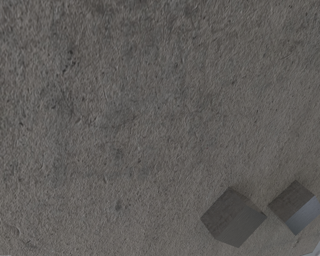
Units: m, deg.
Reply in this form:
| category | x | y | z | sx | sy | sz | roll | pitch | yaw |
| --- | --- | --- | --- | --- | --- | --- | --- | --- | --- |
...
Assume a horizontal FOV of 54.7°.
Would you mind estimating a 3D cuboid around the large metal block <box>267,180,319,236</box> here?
| category | x | y | z | sx | sy | sz | roll | pitch | yaw |
| --- | --- | --- | --- | --- | --- | --- | --- | --- | --- |
| large metal block | 0.285 | 0.168 | 0.650 | 0.080 | 0.050 | 0.080 | -43 | 129 | 1 |

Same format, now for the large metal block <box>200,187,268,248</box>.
| category | x | y | z | sx | sy | sz | roll | pitch | yaw |
| --- | --- | --- | --- | --- | --- | --- | --- | --- | --- |
| large metal block | 0.135 | 0.164 | 0.566 | 0.080 | 0.050 | 0.080 | 34 | 99 | -39 |
